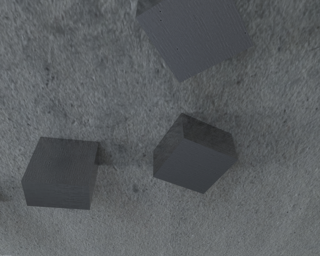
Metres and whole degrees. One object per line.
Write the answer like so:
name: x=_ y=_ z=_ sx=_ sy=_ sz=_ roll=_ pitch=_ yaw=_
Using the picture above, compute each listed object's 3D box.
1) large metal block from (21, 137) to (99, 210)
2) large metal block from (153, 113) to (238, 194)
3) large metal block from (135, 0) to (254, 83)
large metal block: x=-0.130 y=0.060 z=0.421 sx=0.081 sy=0.080 sz=0.050 roll=5 pitch=130 yaw=-5
large metal block: x=0.045 y=0.037 z=0.423 sx=0.080 sy=0.050 sz=0.080 roll=22 pitch=127 yaw=-18
large metal block: x=0.033 y=-0.104 z=0.303 sx=0.080 sy=0.050 sz=0.080 roll=-25 pitch=126 yaw=19
